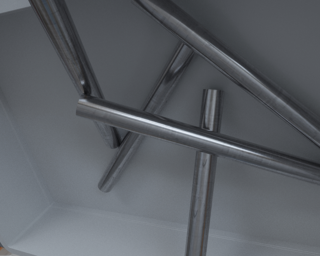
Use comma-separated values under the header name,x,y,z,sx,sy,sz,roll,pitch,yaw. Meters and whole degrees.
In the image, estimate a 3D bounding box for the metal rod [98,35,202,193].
name,x,y,z,sx,sy,sz,roll,pitch,yaw
metal rod,-0.027,0.000,0.423,0.025,0.025,0.298,36,129,4

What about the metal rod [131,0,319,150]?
name,x,y,z,sx,sy,sz,roll,pitch,yaw
metal rod,0.099,-0.043,0.312,0.301,0.025,0.025,37,129,-4

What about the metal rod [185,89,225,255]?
name,x,y,z,sx,sy,sz,roll,pitch,yaw
metal rod,0.046,0.105,0.363,0.025,0.025,0.298,8,94,24

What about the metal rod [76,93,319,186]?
name,x,y,z,sx,sy,sz,roll,pitch,yaw
metal rod,0.061,0.018,0.331,0.302,0.025,0.025,16,127,-3

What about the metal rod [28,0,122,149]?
name,x,y,z,sx,sy,sz,roll,pitch,yaw
metal rod,-0.079,-0.050,0.328,0.025,0.025,0.299,22,156,15
